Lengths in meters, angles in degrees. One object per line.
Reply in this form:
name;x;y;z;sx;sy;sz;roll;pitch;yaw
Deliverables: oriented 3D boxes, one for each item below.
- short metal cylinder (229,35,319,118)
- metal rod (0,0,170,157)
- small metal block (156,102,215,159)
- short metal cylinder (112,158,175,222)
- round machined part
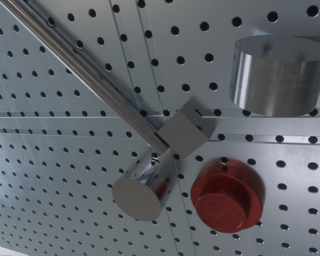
short metal cylinder;0.108;-0.051;0.287;0.080;0.080;0.050;13;124;21
metal rod;-0.100;-0.074;0.417;0.300;0.025;0.025;44;129;-3
small metal block;0.032;0.004;0.397;0.050;0.025;0.050;44;129;-3
short metal cylinder;-0.025;0.093;0.465;0.080;0.050;0.079;13;124;21
round machined part;0.087;0.102;0.418;0.098;0.042;0.097;13;124;20
